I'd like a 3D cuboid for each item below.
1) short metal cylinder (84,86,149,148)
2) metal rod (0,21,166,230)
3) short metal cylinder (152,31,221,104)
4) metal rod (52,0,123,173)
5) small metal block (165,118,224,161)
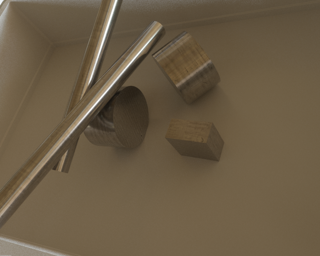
[{"bbox_3d":[-0.057,-0.015,0.408,0.050,0.080,0.080,2,63,29],"label":"short metal cylinder"},{"bbox_3d":[-0.083,-0.020,0.349,0.025,0.025,0.301,18,60,34],"label":"metal rod"},{"bbox_3d":[0.033,-0.076,0.399,0.050,0.080,0.080,-37,51,4],"label":"short metal cylinder"},{"bbox_3d":[-0.081,-0.093,0.385,0.025,0.025,0.299,7,76,31],"label":"metal rod"},{"bbox_3d":[0.041,0.014,0.359,0.050,0.050,0.025,7,65,31],"label":"small metal block"}]
